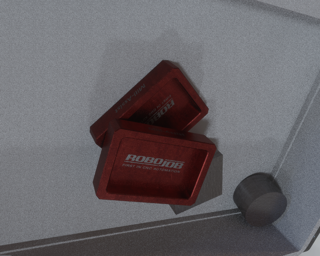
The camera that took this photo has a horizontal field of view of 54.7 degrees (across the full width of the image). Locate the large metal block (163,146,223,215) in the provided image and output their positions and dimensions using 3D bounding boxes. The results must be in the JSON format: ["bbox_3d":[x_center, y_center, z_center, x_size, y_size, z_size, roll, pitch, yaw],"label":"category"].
[{"bbox_3d":[0.045,0.071,0.463,0.081,0.050,0.079,-19,126,-18],"label":"large metal block"}]

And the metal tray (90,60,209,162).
[{"bbox_3d":[-0.011,-0.010,0.394,0.130,0.030,0.090,-43,130,1],"label":"metal tray"}]

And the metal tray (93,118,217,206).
[{"bbox_3d":[-0.006,0.045,0.376,0.131,0.030,0.089,11,108,-24],"label":"metal tray"}]

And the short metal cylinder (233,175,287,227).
[{"bbox_3d":[0.183,0.133,0.568,0.081,0.050,0.079,-7,120,-12],"label":"short metal cylinder"}]
